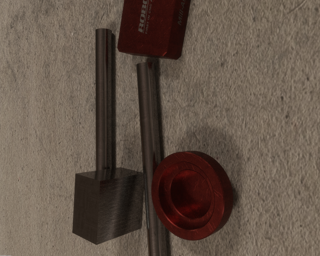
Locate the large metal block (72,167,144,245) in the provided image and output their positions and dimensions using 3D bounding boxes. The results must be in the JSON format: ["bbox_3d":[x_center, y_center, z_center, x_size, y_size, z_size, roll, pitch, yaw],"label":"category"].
[{"bbox_3d":[-0.069,0.101,0.423,0.050,0.081,0.079,6,94,39],"label":"large metal block"}]

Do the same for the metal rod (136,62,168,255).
[{"bbox_3d":[-0.009,0.063,0.410,0.025,0.025,0.298,-6,86,39],"label":"metal rod"}]

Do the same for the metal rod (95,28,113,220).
[{"bbox_3d":[-0.085,0.001,0.472,0.025,0.025,0.298,0,90,39],"label":"metal rod"}]

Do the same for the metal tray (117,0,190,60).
[{"bbox_3d":[-0.006,-0.160,0.405,0.090,0.030,0.129,16,100,38],"label":"metal tray"}]

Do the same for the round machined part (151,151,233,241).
[{"bbox_3d":[0.040,0.075,0.359,0.098,0.042,0.097,0,90,39],"label":"round machined part"}]
